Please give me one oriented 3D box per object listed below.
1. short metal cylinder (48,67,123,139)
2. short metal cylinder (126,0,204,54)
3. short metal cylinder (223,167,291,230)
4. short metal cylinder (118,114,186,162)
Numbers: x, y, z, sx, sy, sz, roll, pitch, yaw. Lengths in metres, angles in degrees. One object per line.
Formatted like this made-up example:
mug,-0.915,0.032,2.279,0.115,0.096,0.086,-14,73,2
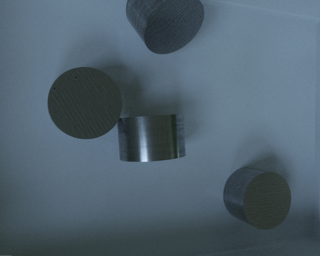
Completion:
short metal cylinder,-0.089,-0.028,0.364,0.081,0.050,0.080,0,90,-20
short metal cylinder,0.006,-0.137,0.376,0.081,0.080,0.050,-22,61,-19
short metal cylinder,0.140,0.100,0.449,0.081,0.050,0.080,0,90,-20
short metal cylinder,-0.010,0.010,0.377,0.081,0.080,0.050,-4,92,-20
